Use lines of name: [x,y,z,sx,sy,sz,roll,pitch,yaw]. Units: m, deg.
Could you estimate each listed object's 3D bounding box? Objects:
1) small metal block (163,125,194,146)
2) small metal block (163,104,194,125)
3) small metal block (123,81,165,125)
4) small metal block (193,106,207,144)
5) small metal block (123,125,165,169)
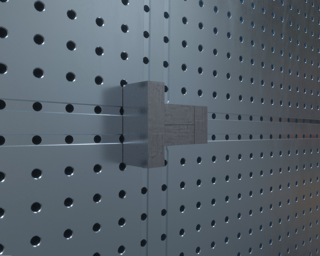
small metal block: [0.009,0.009,0.401,0.050,0.050,0.025,0,91,-40]
small metal block: [0.009,-0.017,0.401,0.050,0.050,0.025,0,91,-40]
small metal block: [-0.020,-0.029,0.377,0.025,0.050,0.050,0,90,-40]
small metal block: [0.038,-0.004,0.426,0.025,0.050,0.050,0,90,-40]
small metal block: [-0.020,0.021,0.377,0.025,0.050,0.050,0,90,-40]
